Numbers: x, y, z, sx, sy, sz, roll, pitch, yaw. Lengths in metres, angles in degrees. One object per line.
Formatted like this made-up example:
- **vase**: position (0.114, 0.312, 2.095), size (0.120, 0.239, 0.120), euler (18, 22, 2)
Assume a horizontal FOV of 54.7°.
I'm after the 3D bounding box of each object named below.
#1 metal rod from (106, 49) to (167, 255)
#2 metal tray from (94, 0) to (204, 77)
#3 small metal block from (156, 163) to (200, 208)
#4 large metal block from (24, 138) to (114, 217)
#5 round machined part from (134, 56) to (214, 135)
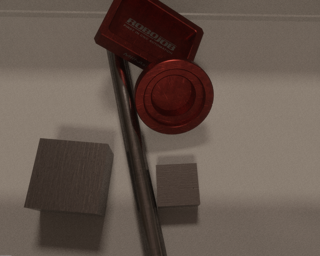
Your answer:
- **metal rod**: position (-0.034, 0.019, 0.402), size (0.025, 0.025, 0.299), euler (-11, 70, -5)
- **metal tray**: position (-0.012, -0.127, 0.424), size (0.131, 0.030, 0.090), euler (27, 70, -18)
- **small metal block**: position (0.021, 0.072, 0.384), size (0.050, 0.025, 0.050), euler (-3, 70, -2)
- **large metal block**: position (-0.105, 0.061, 0.373), size (0.080, 0.050, 0.080), euler (5, 70, 1)
- **round machined part**: position (0.016, -0.044, 0.399), size (0.099, 0.097, 0.042), euler (-3, 25, -6)
